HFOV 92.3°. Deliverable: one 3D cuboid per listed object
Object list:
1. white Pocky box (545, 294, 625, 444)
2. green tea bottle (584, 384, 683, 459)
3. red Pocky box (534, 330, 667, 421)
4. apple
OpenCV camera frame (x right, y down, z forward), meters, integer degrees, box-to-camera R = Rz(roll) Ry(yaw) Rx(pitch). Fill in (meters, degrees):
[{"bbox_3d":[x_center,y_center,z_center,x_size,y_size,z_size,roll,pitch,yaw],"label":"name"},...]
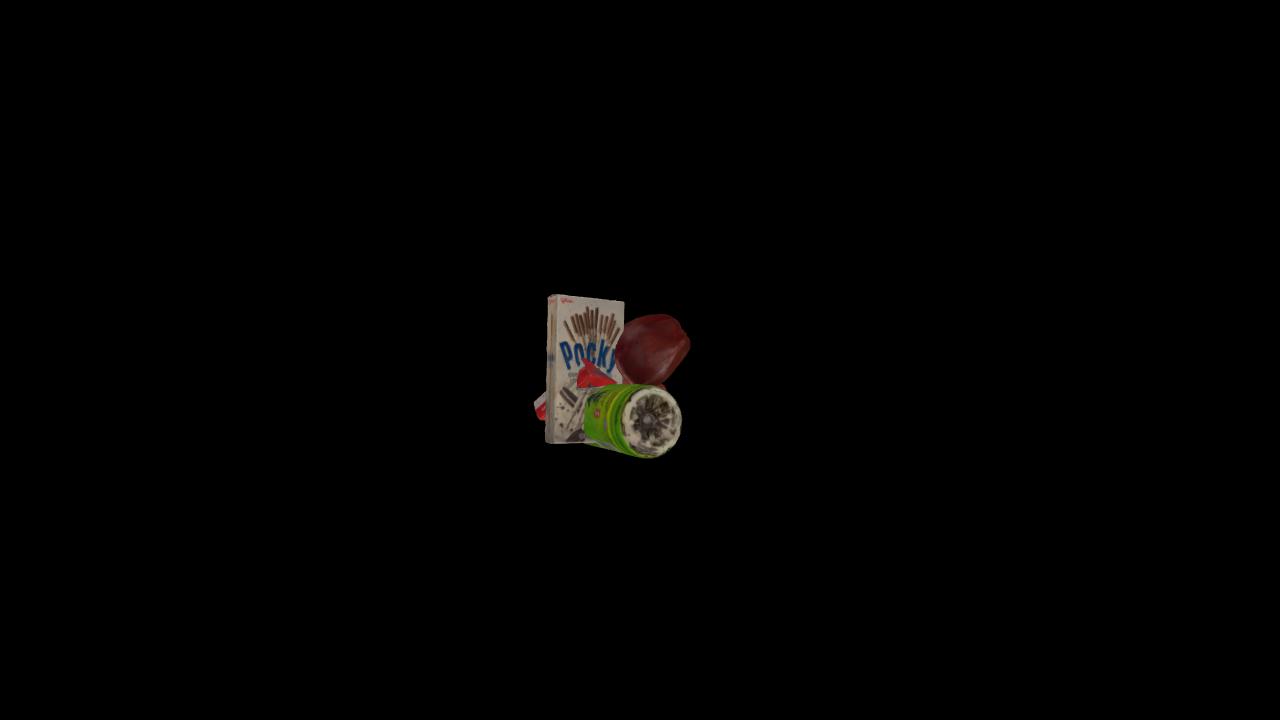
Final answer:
[{"bbox_3d":[-0.058,0.011,0.652,0.084,0.154,0.028,3,-4,-33],"label":"white Pocky box"},{"bbox_3d":[-0.037,0.061,0.659,0.073,0.073,0.212,0,-3,-29],"label":"green tea bottle"},{"bbox_3d":[-0.038,0.047,0.702,0.083,0.028,0.155,-41,-33,21],"label":"red Pocky box"},{"bbox_3d":[0.007,-0.010,0.683,0.093,0.079,0.079,-38,2,-3],"label":"apple"}]
